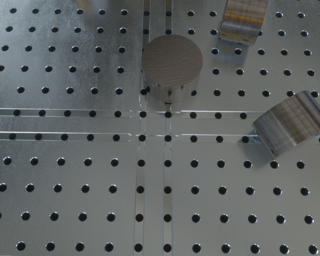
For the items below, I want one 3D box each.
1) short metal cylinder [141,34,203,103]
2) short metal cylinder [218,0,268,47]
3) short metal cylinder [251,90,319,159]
[{"bbox_3d":[0.016,-0.081,0.428,0.081,0.050,0.080,0,70,0],"label":"short metal cylinder"},{"bbox_3d":[0.117,-0.161,0.443,0.050,0.080,0.080,13,71,4],"label":"short metal cylinder"},{"bbox_3d":[0.163,-0.003,0.386,0.080,0.080,0.050,-27,73,-10],"label":"short metal cylinder"}]
